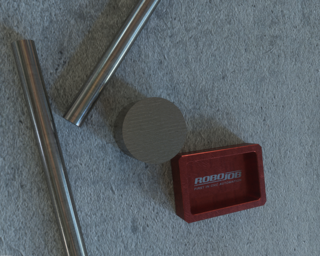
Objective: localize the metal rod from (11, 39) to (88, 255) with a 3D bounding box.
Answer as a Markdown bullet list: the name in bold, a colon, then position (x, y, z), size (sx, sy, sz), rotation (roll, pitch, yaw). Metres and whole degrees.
- **metal rod**: position (-0.123, 0.048, 0.363), size (0.025, 0.025, 0.298), rotation (-14, 95, -20)

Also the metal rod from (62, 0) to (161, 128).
- **metal rod**: position (-0.032, -0.134, 0.396), size (0.025, 0.025, 0.300), rotation (33, 79, -17)

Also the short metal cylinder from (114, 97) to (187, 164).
- **short metal cylinder**: position (-0.014, 0.003, 0.391), size (0.081, 0.050, 0.080), rotation (0, 90, -20)

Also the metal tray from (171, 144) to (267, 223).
- **metal tray**: position (0.084, 0.074, 0.437), size (0.131, 0.030, 0.089), rotation (-7, 92, -20)
